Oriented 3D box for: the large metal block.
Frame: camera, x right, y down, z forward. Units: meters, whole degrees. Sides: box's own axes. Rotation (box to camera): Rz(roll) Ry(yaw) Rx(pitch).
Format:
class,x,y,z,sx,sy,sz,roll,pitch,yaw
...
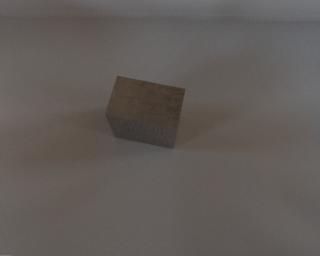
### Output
class,x,y,z,sx,sy,sz,roll,pitch,yaw
large metal block,-0.016,-0.016,0.384,0.080,0.080,0.050,12,71,4
